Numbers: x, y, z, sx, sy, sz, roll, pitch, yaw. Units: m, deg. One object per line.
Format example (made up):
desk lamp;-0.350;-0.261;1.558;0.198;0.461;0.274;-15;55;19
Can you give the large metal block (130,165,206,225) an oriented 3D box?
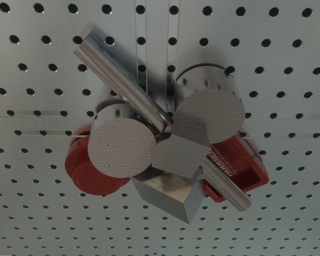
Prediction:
large metal block;0.013;0.079;0.423;0.080;0.050;0.080;22;152;25

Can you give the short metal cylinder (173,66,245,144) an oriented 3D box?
short metal cylinder;0.056;-0.026;0.369;0.081;0.050;0.079;0;130;0

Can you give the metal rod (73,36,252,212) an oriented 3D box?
metal rod;0.017;0.009;0.382;0.025;0.025;0.300;-35;113;26

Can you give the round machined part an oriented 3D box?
round machined part;-0.087;0.060;0.445;0.099;0.042;0.097;0;130;0

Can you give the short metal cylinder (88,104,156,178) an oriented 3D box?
short metal cylinder;-0.048;0.015;0.388;0.081;0.050;0.079;-3;114;-8

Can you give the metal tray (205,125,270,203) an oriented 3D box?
metal tray;0.088;0.050;0.447;0.090;0.030;0.130;-29;125;22

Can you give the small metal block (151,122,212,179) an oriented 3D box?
small metal block;0.024;0.027;0.361;0.050;0.025;0.050;21;119;-17
